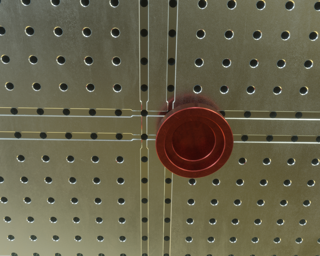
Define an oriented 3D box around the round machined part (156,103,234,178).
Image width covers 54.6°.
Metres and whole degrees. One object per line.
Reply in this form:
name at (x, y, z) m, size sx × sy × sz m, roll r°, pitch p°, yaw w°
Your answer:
round machined part at (0.044, 0.013, 0.409) m, size 0.099 × 0.042 × 0.097 m, roll 0°, pitch 110°, yaw 0°
